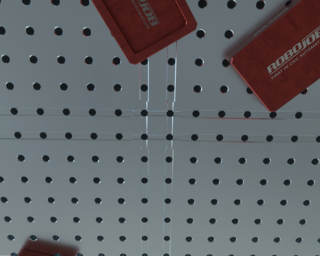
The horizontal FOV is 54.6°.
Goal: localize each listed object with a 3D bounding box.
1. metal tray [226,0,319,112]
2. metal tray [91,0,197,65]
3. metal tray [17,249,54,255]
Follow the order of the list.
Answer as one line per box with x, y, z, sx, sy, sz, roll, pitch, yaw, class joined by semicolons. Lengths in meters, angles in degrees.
0.160;-0.093;0.377;0.130;0.030;0.090;-39;106;13;metal tray
-0.027;-0.151;0.354;0.090;0.030;0.130;-29;108;10;metal tray
-0.197;0.267;0.507;0.090;0.030;0.129;14;109;-6;metal tray
